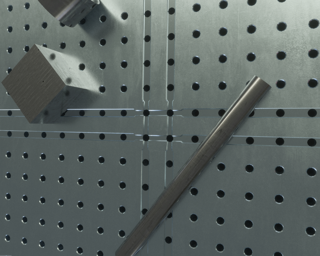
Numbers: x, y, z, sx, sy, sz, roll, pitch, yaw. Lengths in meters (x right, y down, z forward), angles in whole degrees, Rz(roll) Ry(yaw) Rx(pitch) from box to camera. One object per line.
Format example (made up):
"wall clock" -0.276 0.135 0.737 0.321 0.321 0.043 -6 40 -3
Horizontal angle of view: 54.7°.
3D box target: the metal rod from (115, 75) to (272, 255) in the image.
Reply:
"metal rod" 0.035 0.062 0.399 0.025 0.025 0.299 40 102 15

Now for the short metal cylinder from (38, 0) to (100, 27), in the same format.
"short metal cylinder" -0.131 -0.188 0.430 0.050 0.080 0.080 -36 79 16

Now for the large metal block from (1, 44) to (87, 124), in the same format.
"large metal block" -0.171 -0.063 0.460 0.080 0.050 0.080 -42 77 15
